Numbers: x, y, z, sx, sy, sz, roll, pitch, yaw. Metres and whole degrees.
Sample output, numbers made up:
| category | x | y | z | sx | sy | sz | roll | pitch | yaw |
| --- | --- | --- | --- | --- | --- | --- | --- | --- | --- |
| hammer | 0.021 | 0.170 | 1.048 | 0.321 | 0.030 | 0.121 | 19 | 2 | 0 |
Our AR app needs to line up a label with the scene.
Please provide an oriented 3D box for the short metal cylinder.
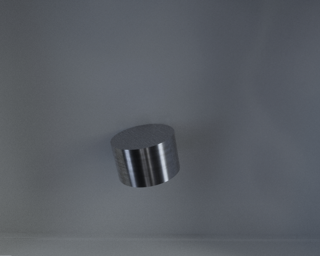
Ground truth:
| category | x | y | z | sx | sy | sz | roll | pitch | yaw |
| --- | --- | --- | --- | --- | --- | --- | --- | --- | --- |
| short metal cylinder | -0.018 | 0.033 | 0.394 | 0.080 | 0.080 | 0.050 | -9 | 110 | 3 |
